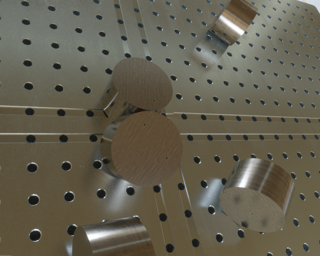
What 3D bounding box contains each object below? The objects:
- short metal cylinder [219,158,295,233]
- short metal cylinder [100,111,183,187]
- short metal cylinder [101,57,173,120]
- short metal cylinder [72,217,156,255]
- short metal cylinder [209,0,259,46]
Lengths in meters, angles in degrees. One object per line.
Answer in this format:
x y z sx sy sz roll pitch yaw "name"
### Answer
0.121 0.084 0.389 0.080 0.080 0.050 40 51 -2 "short metal cylinder"
-0.022 0.023 0.348 0.081 0.050 0.080 1 88 -24 "short metal cylinder"
-0.031 -0.045 0.404 0.081 0.050 0.080 14 56 -21 "short metal cylinder"
-0.043 0.124 0.275 0.050 0.080 0.080 -2 63 -29 "short metal cylinder"
0.134 -0.199 0.569 0.050 0.080 0.080 34 51 -7 "short metal cylinder"
